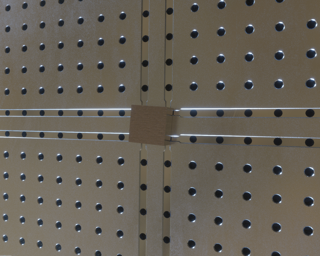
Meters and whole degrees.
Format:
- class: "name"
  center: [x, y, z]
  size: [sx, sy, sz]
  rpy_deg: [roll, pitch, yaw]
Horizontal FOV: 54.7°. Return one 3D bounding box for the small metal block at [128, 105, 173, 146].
- class: "small metal block"
  center: [-0.012, -0.004, 0.416]
  size: [0.050, 0.025, 0.050]
  rpy_deg: [5, 92, 19]
